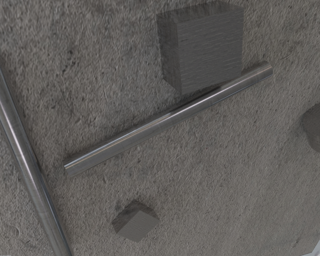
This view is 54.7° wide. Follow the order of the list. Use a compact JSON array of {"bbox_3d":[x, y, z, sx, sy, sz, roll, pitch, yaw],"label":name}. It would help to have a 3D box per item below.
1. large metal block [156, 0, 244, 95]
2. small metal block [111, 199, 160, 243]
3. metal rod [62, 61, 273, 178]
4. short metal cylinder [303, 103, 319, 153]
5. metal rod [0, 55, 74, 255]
[{"bbox_3d":[0.047,-0.094,0.358,0.081,0.050,0.079,-19,126,-17],"label":"large metal block"},{"bbox_3d":[-0.037,0.144,0.476,0.050,0.025,0.050,-46,129,4],"label":"small metal block"},{"bbox_3d":[0.019,-0.017,0.406,0.302,0.025,0.025,-27,128,-12],"label":"metal rod"},{"bbox_3d":[0.293,0.000,0.532,0.080,0.080,0.050,-37,129,-3],"label":"short metal cylinder"},{"bbox_3d":[-0.147,0.060,0.363,0.025,0.025,0.298,-18,126,-18],"label":"metal rod"}]
